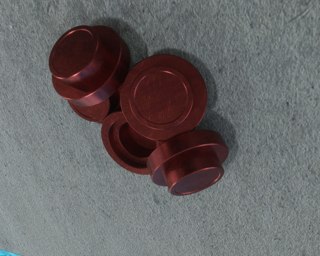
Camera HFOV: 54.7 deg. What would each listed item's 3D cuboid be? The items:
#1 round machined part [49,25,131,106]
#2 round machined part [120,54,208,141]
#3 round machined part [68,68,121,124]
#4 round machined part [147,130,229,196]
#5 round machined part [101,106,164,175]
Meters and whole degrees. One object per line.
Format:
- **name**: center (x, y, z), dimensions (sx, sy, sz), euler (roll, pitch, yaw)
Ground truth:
- **round machined part**: center (-0.087, -0.078, 0.356), dimensions (0.098, 0.098, 0.042), euler (1, 160, 27)
- **round machined part**: center (0.003, -0.034, 0.345), dimensions (0.099, 0.042, 0.097), euler (1, 95, 7)
- **round machined part**: center (-0.086, -0.047, 0.413), dimensions (0.098, 0.042, 0.097), euler (13, 124, 20)
- **round machined part**: center (0.037, 0.047, 0.370), dimensions (0.097, 0.099, 0.042), euler (-50, 48, 39)
- **round machined part**: center (-0.026, 0.011, 0.416), dimensions (0.098, 0.042, 0.097), euler (13, 124, 20)
